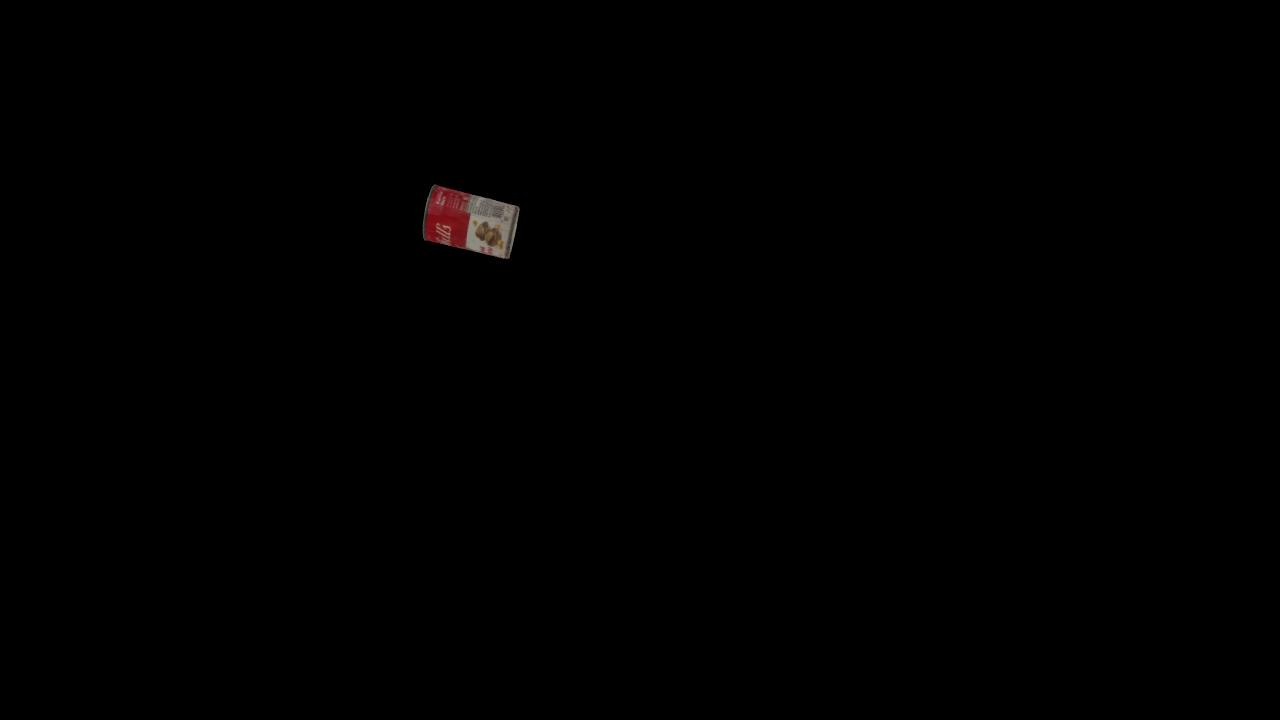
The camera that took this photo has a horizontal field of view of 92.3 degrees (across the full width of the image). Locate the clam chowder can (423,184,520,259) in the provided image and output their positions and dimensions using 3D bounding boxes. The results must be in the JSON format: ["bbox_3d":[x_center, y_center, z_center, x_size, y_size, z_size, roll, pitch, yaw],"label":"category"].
[{"bbox_3d":[-0.202,-0.166,0.743,0.102,0.068,0.068,11,-2,-12],"label":"clam chowder can"}]
